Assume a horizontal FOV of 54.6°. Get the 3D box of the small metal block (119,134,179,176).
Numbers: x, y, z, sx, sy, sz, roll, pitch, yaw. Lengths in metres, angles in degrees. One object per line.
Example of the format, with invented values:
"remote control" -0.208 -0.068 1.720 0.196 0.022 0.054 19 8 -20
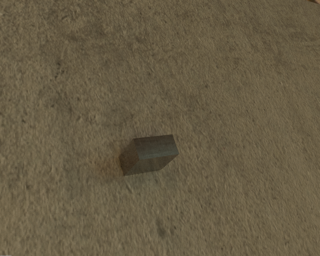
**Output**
"small metal block" -0.014 0.032 0.360 0.050 0.050 0.025 -5 65 -31
